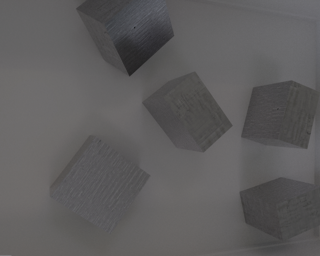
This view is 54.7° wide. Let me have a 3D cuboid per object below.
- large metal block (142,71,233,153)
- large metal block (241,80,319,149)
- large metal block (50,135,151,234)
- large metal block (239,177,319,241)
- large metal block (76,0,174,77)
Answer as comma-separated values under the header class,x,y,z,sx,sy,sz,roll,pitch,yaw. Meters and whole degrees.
class,x,y,z,sx,sy,sz,roll,pitch,yaw
large metal block,0.032,-0.018,0.393,0.050,0.080,0.080,-41,103,-15
large metal block,0.169,-0.017,0.443,0.050,0.080,0.080,17,84,-19
large metal block,-0.072,0.065,0.371,0.080,0.050,0.080,38,78,-16
large metal block,0.176,0.112,0.446,0.081,0.080,0.050,-14,95,-20
large metal block,-0.036,-0.122,0.361,0.080,0.050,0.080,-46,149,-14
